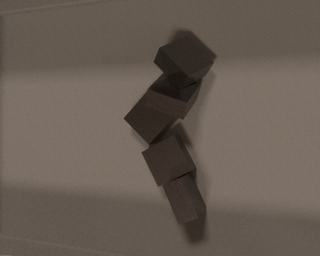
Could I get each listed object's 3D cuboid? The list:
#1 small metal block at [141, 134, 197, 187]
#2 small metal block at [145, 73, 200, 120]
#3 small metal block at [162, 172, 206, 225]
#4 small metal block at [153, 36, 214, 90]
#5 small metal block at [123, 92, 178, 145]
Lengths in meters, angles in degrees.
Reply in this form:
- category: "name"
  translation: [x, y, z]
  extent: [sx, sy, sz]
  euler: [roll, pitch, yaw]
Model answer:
- category: "small metal block"
  translation: [0.012, 0.042, 0.406]
  extent: [0.050, 0.025, 0.050]
  euler: [-29, 81, 17]
- category: "small metal block"
  translation: [0.017, -0.041, 0.386]
  extent: [0.050, 0.050, 0.025]
  euler: [21, 130, 13]
- category: "small metal block"
  translation: [0.032, 0.086, 0.385]
  extent: [0.025, 0.050, 0.050]
  euler: [-26, 82, 18]
- category: "small metal block"
  translation: [0.030, -0.082, 0.384]
  extent: [0.050, 0.050, 0.025]
  euler: [48, 144, 13]
- category: "small metal block"
  translation: [-0.011, -0.014, 0.414]
  extent: [0.050, 0.025, 0.050]
  euler: [46, 104, 14]
